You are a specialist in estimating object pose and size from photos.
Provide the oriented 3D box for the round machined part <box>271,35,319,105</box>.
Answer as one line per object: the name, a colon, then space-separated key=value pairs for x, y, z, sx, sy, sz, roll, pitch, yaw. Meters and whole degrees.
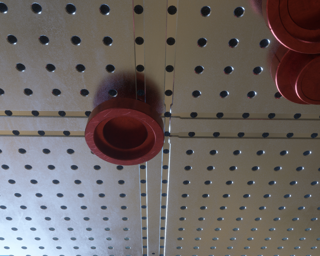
round machined part: x=0.181 y=-0.065 z=0.348 sx=0.099 sy=0.042 sz=0.097 roll=-1 pitch=130 yaw=0

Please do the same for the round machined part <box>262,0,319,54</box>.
round machined part: x=0.146 y=-0.123 z=0.291 sx=0.099 sy=0.042 sz=0.097 roll=2 pitch=121 yaw=3

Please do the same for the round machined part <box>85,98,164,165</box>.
round machined part: x=-0.044 y=0.000 z=0.400 sx=0.099 sy=0.042 sz=0.097 roll=-1 pitch=130 yaw=0
